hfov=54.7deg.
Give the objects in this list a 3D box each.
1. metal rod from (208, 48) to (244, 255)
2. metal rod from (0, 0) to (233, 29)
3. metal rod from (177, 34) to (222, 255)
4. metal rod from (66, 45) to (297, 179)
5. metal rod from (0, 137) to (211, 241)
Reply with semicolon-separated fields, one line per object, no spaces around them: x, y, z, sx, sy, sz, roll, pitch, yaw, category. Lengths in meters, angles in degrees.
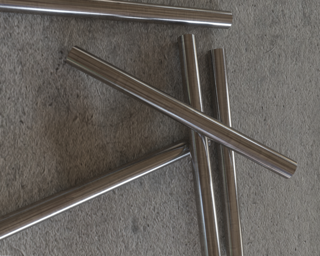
0.095;0.039;0.443;0.025;0.025;0.298;-6;92;-20;metal rod
-0.045;-0.148;0.392;0.303;0.025;0.025;-3;91;-20;metal rod
0.050;0.024;0.399;0.025;0.025;0.298;-2;80;-20;metal rod
0.028;-0.018;0.377;0.301;0.025;0.025;28;81;-2;metal rod
-0.069;0.068;0.383;0.302;0.025;0.025;-22;98;-19;metal rod
